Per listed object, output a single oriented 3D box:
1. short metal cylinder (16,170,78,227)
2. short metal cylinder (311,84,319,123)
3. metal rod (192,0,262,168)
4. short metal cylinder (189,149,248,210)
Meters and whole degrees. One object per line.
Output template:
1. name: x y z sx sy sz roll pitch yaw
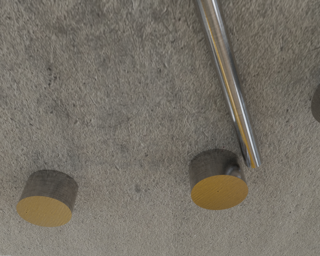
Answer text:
1. short metal cylinder: -0.173 0.110 0.483 0.081 0.050 0.079 0 130 0
2. short metal cylinder: 0.223 -0.027 0.350 0.050 0.080 0.080 28 125 -22
3. metal rod: 0.080 -0.057 0.359 0.025 0.025 0.299 -17 128 14
4. short metal cylinder: 0.084 0.077 0.457 0.081 0.050 0.079 0 130 0
